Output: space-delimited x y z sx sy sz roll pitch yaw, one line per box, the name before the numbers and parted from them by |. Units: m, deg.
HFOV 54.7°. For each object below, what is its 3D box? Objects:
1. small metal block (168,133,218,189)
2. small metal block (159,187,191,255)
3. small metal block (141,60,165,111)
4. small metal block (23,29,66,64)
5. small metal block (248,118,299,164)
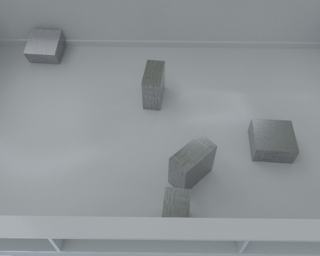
small metal block | 0.036 0.042 0.354 0.050 0.050 0.025 -36 59 -26
small metal block | 0.015 0.094 0.310 0.025 0.050 0.050 5 50 5
small metal block | -0.009 -0.061 0.439 0.025 0.050 0.050 6 50 5
small metal block | -0.188 -0.134 0.507 0.050 0.025 0.050 4 67 3
small metal block | 0.142 0.016 0.392 0.050 0.025 0.050 4 50 3
